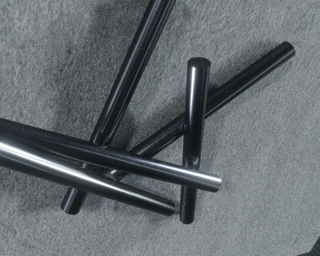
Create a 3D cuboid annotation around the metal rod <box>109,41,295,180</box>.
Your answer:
[{"bbox_3d":[0.060,-0.026,0.425,0.301,0.025,0.025,-35,129,-5],"label":"metal rod"}]

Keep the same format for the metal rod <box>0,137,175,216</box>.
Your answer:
[{"bbox_3d":[-0.069,0.073,0.385,0.025,0.025,0.301,-49,139,6],"label":"metal rod"}]

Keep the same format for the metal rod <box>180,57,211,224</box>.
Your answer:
[{"bbox_3d":[0.044,0.042,0.432,0.025,0.025,0.298,-18,134,-19],"label":"metal rod"}]

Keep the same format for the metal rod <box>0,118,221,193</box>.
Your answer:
[{"bbox_3d":[-0.048,0.038,0.368,0.302,0.025,0.025,18,109,-28],"label":"metal rod"}]

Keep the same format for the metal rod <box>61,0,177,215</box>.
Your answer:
[{"bbox_3d":[-0.054,-0.021,0.365,0.025,0.025,0.298,15,111,-35],"label":"metal rod"}]
